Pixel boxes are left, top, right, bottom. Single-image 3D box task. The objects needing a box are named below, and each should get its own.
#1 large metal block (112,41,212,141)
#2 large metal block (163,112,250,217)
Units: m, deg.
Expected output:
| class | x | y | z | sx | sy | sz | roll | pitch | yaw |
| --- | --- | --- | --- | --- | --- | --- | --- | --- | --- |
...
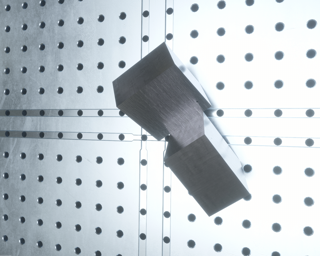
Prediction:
| class | x | y | z | sx | sy | sz | roll | pitch | yaw |
| --- | --- | --- | --- | --- | --- | --- | --- | --- | --- |
| large metal block | 0.002 | -0.041 | 0.375 | 0.080 | 0.080 | 0.050 | -35 | 42 | 16 |
| large metal block | 0.052 | 0.037 | 0.351 | 0.050 | 0.080 | 0.080 | -35 | 102 | 16 |
